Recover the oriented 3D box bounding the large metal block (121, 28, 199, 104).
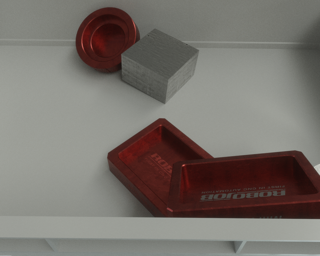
[{"bbox_3d":[0.000,-0.094,0.464,0.080,0.050,0.080,31,56,17],"label":"large metal block"}]

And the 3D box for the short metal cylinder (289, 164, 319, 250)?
[{"bbox_3d":[0.183,0.082,0.322,0.081,0.050,0.080,0,50,0],"label":"short metal cylinder"}]

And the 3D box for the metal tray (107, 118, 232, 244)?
[{"bbox_3d":[0.014,0.054,0.356,0.091,0.030,0.130,-35,59,-26],"label":"metal tray"}]

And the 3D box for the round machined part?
[{"bbox_3d":[-0.078,-0.134,0.486,0.098,0.042,0.097,-2,82,14],"label":"round machined part"}]

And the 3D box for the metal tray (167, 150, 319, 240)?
[{"bbox_3d":[0.076,0.058,0.286,0.131,0.030,0.090,-6,19,8],"label":"metal tray"}]
